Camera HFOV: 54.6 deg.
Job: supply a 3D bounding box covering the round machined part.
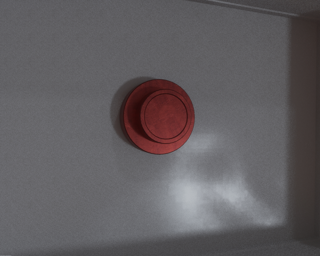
[{"bbox_3d":[0.001,-0.014,0.398,0.099,0.042,0.097,0,90,-20],"label":"round machined part"}]
